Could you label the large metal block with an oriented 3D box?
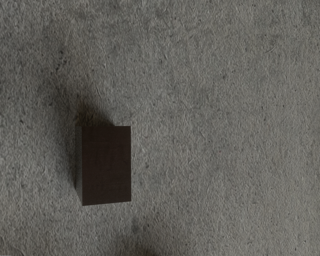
[{"bbox_3d":[-0.068,0.038,0.355,0.050,0.080,0.080,-1,90,-20],"label":"large metal block"}]
